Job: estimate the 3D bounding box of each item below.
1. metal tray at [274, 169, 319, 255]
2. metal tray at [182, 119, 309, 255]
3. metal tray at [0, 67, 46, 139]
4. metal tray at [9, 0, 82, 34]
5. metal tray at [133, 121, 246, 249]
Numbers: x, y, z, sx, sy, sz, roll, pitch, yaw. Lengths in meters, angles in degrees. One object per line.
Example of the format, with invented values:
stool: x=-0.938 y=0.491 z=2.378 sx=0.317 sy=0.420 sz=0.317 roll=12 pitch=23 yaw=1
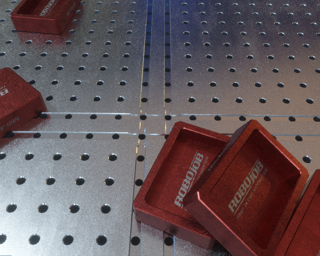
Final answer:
metal tray: x=0.175 y=0.113 z=0.311 sx=0.090 sy=0.030 sz=0.131 roll=31 pitch=56 yaw=23
metal tray: x=0.094 y=0.061 z=0.322 sx=0.090 sy=0.030 sz=0.131 roll=45 pitch=53 yaw=2
metal tray: x=-0.238 y=-0.024 z=0.421 sx=0.090 sy=0.030 sz=0.131 roll=35 pitch=58 yaw=25
metal tray: x=-0.215 y=-0.233 z=0.597 sx=0.091 sy=0.030 sz=0.130 roll=6 pitch=50 yaw=5
metal tray: x=0.037 y=0.058 z=0.356 sx=0.090 sy=0.030 sz=0.130 roll=18 pitch=52 yaw=14
